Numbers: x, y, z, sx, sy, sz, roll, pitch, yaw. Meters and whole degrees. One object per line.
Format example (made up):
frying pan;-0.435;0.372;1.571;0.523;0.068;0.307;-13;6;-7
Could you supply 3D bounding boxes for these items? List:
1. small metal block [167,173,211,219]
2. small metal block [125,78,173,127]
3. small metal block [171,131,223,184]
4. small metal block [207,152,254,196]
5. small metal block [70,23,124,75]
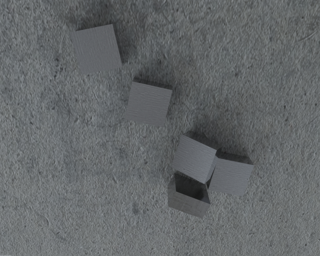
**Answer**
small metal block;0.039;0.093;0.431;0.050;0.050;0.025;22;109;-8
small metal block;-0.015;-0.033;0.397;0.050;0.025;0.050;12;110;-5
small metal block;0.049;0.038;0.413;0.050;0.025;0.050;25;111;23
small metal block;0.097;0.064;0.434;0.050;0.025;0.050;12;110;-5
small metal block;-0.074;-0.096;0.374;0.050;0.025;0.050;-10;110;3
